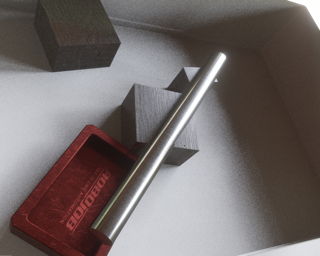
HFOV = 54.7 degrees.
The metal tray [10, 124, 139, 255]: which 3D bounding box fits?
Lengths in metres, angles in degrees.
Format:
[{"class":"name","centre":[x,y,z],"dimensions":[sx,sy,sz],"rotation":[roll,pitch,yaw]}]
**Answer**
[{"class":"metal tray","centre":[-0.074,0.069,0.321],"dimensions":[0.090,0.030,0.130],"rotation":[35,51,-6]}]

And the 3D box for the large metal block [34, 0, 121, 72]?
[{"class":"large metal block","centre":[-0.110,-0.124,0.407],"dimensions":[0.081,0.050,0.080],"rotation":[-14,69,-34]}]

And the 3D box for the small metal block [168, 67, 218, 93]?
[{"class":"small metal block","centre":[0.047,-0.064,0.456],"dimensions":[0.050,0.050,0.025],"rotation":[-5,65,-31]}]

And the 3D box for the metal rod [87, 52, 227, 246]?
[{"class":"metal rod","centre":[0.017,-0.004,0.354],"dimensions":[0.025,0.025,0.301],"rotation":[38,51,-3]}]

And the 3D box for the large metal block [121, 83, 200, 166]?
[{"class":"large metal block","centre":[-0.002,-0.002,0.391],"dimensions":[0.081,0.050,0.080],"rotation":[9,58,-24]}]
